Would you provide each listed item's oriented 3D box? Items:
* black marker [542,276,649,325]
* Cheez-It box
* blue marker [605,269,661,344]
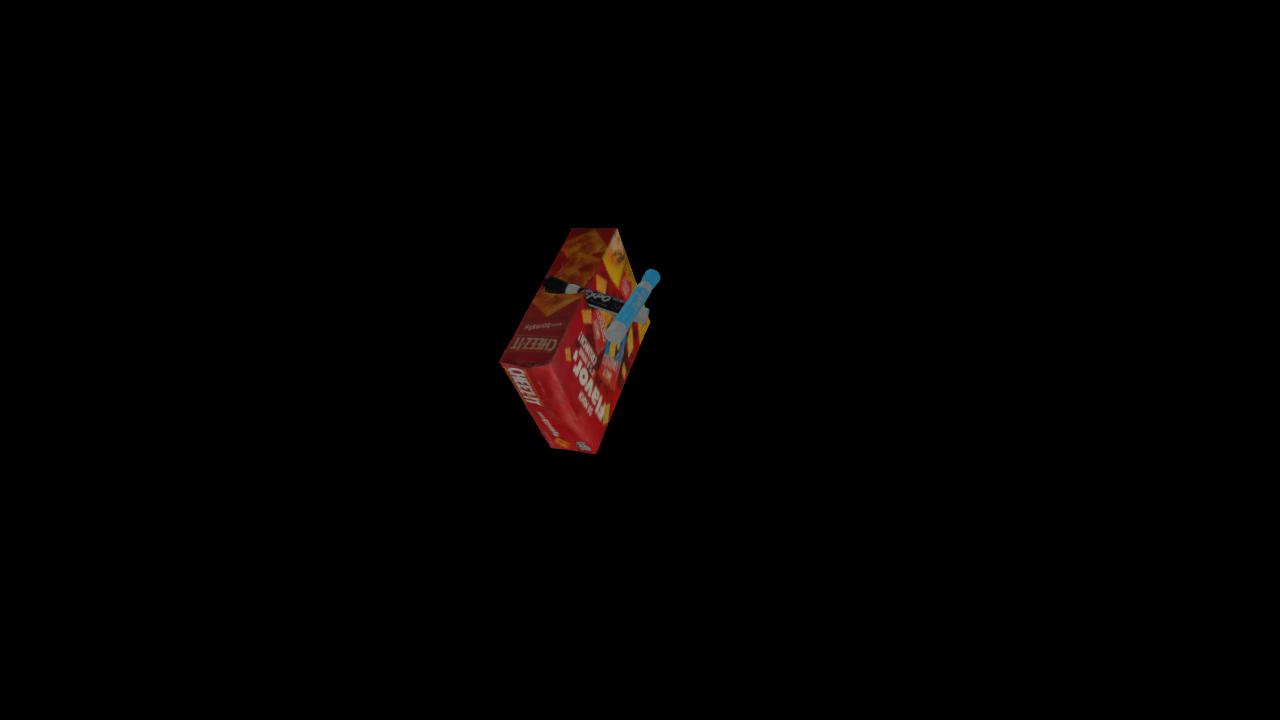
[{"bbox_3d":[-0.049,-0.066,0.668,0.121,0.020,0.020,19,2,6],"label":"black marker"},{"bbox_3d":[-0.066,-0.025,0.732,0.071,0.223,0.166,3,-39,22],"label":"Cheez-It box"},{"bbox_3d":[-0.005,-0.060,0.652,0.020,0.020,0.121,0,38,27],"label":"blue marker"}]
